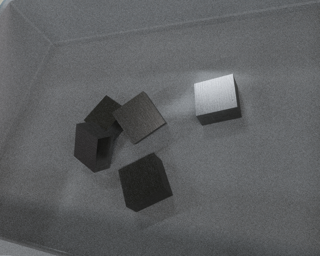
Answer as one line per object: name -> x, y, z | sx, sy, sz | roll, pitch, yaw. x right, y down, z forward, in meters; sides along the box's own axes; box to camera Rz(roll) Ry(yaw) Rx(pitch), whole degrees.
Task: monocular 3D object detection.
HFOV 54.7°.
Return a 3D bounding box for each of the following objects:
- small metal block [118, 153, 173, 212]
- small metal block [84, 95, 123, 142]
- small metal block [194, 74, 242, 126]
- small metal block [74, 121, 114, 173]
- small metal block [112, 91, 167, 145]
small metal block -> -0.018, 0.066, 0.374 | 0.050, 0.025, 0.050 | -27, 53, 10
small metal block -> -0.074, -0.013, 0.451 | 0.050, 0.025, 0.050 | 34, 81, 38
small metal block -> 0.072, -0.035, 0.389 | 0.050, 0.025, 0.050 | -12, 57, 21
small metal block -> -0.090, 0.025, 0.419 | 0.050, 0.025, 0.050 | 29, 119, 37
small metal block -> -0.027, -0.013, 0.411 | 0.050, 0.025, 0.050 | -35, 85, 5
